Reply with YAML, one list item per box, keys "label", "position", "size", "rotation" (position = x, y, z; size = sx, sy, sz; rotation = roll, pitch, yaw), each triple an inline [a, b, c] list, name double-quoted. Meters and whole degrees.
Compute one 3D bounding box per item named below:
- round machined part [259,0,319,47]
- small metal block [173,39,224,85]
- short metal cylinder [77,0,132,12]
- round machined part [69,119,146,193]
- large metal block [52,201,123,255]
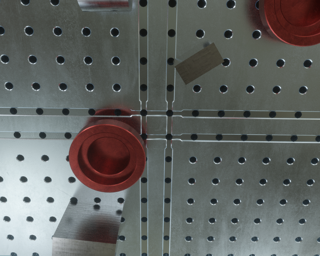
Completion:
- label: "round machined part"
  position: [0.162, -0.145, 0.352]
  size: [0.099, 0.042, 0.097]
  rotation: [0, 110, 0]
- label: "small metal block"
  position: [0.044, -0.080, 0.371]
  size: [0.050, 0.050, 0.025]
  rotation: [-30, 107, 10]
- label: "short metal cylinder"
  position: [-0.057, -0.164, 0.323]
  size: [0.050, 0.080, 0.079]
  rotation: [-1, 110, 0]
- label: "round machined part"
  position: [-0.067, 0.034, 0.416]
  size: [0.099, 0.042, 0.097]
  rotation: [0, 110, 0]
- label: "large metal block"
  position: [-0.099, 0.152, 0.439]
  size: [0.081, 0.080, 0.050]
  rotation: [8, 110, -3]
